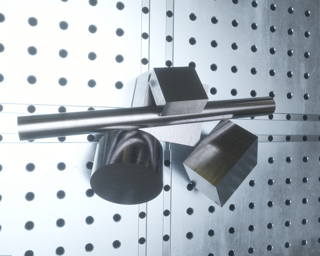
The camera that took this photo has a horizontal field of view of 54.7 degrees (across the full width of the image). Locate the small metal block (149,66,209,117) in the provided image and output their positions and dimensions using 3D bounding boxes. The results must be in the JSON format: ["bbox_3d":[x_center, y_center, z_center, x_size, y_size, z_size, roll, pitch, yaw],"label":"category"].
[{"bbox_3d":[0.020,-0.042,0.350,0.050,0.025,0.050,-6,57,-20],"label":"small metal block"}]

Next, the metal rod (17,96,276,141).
[{"bbox_3d":[0.002,-0.014,0.357,0.303,0.025,0.025,-6,92,-20],"label":"metal rod"}]

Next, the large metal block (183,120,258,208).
[{"bbox_3d":[0.082,0.046,0.403,0.080,0.050,0.080,-47,148,-14],"label":"large metal block"}]

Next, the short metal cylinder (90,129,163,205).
[{"bbox_3d":[-0.037,0.046,0.360,0.080,0.080,0.050,21,41,-19],"label":"short metal cylinder"}]

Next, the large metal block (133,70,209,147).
[{"bbox_3d":[0.009,-0.023,0.399,0.081,0.050,0.080,11,86,-20],"label":"large metal block"}]
